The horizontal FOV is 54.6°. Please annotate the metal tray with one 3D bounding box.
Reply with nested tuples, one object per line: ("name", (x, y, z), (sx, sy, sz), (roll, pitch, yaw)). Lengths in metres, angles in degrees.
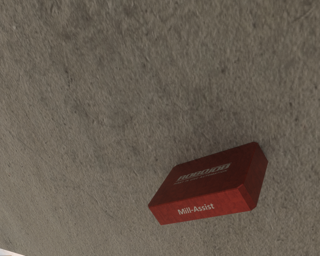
("metal tray", (0.058, 0.068, 0.376), (0.130, 0.090, 0.030), (-22, 106, 36))
